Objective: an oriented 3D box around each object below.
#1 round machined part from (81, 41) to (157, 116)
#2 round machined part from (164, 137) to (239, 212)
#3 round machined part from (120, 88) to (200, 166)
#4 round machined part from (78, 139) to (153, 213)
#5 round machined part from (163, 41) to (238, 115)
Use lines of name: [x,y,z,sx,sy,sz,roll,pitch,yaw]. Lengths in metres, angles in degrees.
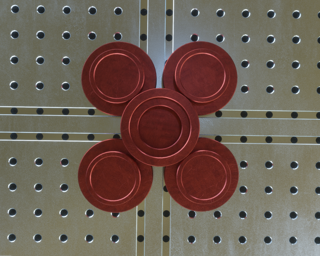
round machined part: [-0.054,-0.064,0.403,0.099,0.042,0.097,0,90,-1]
round machined part: [0.055,0.061,0.405,0.099,0.042,0.097,0,90,-1]
round machined part: [0.000,-0.001,0.403,0.099,0.042,0.097,0,90,-1]
round machined part: [-0.058,0.063,0.405,0.099,0.042,0.097,0,90,-1]
round machined part: [0.053,-0.065,0.405,0.099,0.042,0.097,0,90,-1]
